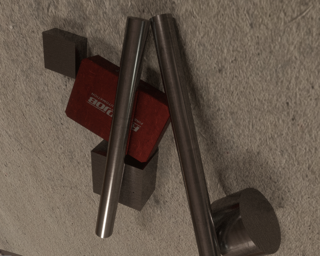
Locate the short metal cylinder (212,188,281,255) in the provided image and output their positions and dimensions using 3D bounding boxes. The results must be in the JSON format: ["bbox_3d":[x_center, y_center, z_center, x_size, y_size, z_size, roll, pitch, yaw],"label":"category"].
[{"bbox_3d":[0.106,0.122,0.390,0.050,0.080,0.080,-35,99,38],"label":"short metal cylinder"}]

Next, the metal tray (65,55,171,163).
[{"bbox_3d":[-0.052,-0.025,0.404,0.130,0.030,0.089,31,118,7],"label":"metal tray"}]

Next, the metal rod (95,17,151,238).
[{"bbox_3d":[-0.052,0.018,0.387,0.025,0.025,0.298,20,115,16],"label":"metal rod"}]

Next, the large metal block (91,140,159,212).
[{"bbox_3d":[-0.052,0.064,0.456,0.080,0.050,0.079,17,126,17],"label":"large metal block"}]

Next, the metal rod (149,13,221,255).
[{"bbox_3d":[0.032,0.025,0.350,0.025,0.025,0.298,-8,98,31],"label":"metal rod"}]

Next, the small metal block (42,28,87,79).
[{"bbox_3d":[-0.125,-0.099,0.410,0.050,0.025,0.050,21,126,15],"label":"small metal block"}]
